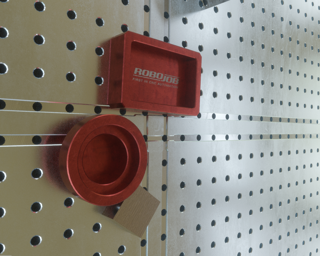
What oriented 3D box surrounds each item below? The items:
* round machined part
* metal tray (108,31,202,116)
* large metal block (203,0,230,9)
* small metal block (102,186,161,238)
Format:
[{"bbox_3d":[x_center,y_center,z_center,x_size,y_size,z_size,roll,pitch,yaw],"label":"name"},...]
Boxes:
[{"bbox_3d":[-0.065,0.034,0.345,0.099,0.042,0.097,0,90,-40],"label":"round machined part"},{"bbox_3d":[-0.002,-0.065,0.406,0.131,0.030,0.089,4,87,-40],"label":"metal tray"},{"bbox_3d":[0.116,-0.227,0.473,0.081,0.080,0.050,-35,112,-35],"label":"large metal block"},{"bbox_3d":[-0.034,0.099,0.382,0.050,0.025,0.050,46,63,-31],"label":"small metal block"}]
